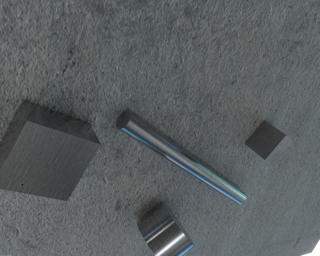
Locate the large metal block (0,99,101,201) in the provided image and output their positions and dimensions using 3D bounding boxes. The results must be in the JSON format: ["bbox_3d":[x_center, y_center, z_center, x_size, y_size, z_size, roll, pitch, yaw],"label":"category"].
[{"bbox_3d":[-0.125,0.026,0.339,0.080,0.050,0.080,23,106,-37],"label":"large metal block"}]

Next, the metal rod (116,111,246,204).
[{"bbox_3d":[0.051,0.059,0.470,0.025,0.025,0.301,-49,129,6],"label":"metal rod"}]

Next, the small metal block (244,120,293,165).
[{"bbox_3d":[0.175,0.023,0.501,0.025,0.050,0.050,30,101,-38],"label":"small metal block"}]

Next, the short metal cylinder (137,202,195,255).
[{"bbox_3d":[0.009,0.163,0.477,0.050,0.080,0.080,-37,129,-4],"label":"short metal cylinder"}]
